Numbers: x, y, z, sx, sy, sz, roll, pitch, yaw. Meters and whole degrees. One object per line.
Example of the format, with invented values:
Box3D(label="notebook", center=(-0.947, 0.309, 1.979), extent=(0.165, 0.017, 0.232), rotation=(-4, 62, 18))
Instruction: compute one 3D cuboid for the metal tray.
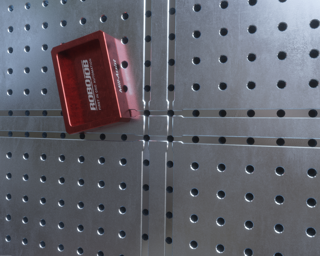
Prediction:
Box3D(label="metal tray", center=(-0.100, -0.063, 0.445), extent=(0.090, 0.030, 0.129), rotation=(-13, 86, 19))
